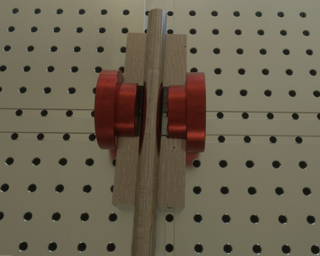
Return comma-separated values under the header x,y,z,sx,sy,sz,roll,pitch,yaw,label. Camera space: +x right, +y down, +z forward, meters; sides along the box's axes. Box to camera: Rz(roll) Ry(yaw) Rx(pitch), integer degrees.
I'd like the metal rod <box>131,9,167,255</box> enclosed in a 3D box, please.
x,y,z,sx,sy,sz,roll,pitch,yaw,label
-0.010,-0.010,0.362,0.025,0.025,0.299,3,70,1,metal rod

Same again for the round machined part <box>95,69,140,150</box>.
x,y,z,sx,sy,sz,roll,pitch,yaw,label
-0.048,-0.022,0.380,0.042,0.098,0.098,2,70,1,round machined part

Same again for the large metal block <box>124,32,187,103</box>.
x,y,z,sx,sy,sz,roll,pitch,yaw,label
-0.005,-0.082,0.428,0.080,0.050,0.080,2,70,0,large metal block

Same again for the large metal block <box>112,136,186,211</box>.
x,y,z,sx,sy,sz,roll,pitch,yaw,label
-0.011,0.057,0.377,0.080,0.050,0.080,3,70,1,large metal block

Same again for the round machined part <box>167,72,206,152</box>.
x,y,z,sx,sy,sz,roll,pitch,yaw,label
0.032,-0.019,0.380,0.042,0.098,0.098,0,70,5,round machined part
